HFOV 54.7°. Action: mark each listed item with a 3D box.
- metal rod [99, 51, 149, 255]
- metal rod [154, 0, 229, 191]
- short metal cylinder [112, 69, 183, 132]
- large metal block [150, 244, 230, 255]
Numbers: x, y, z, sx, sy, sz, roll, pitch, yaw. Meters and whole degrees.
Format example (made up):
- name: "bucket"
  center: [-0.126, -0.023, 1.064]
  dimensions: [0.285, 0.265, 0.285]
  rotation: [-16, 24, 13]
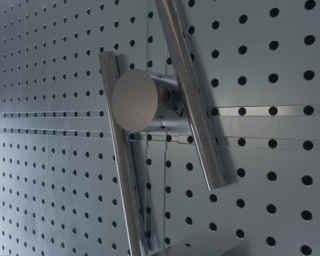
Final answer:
- name: "metal rod"
  center: [-0.055, 0.032, 0.454]
  dimensions: [0.025, 0.025, 0.298]
  rotation: [-17, 79, 38]
- name: "metal rod"
  center: [0.030, -0.073, 0.384]
  dimensions: [0.025, 0.025, 0.299]
  rotation: [-24, 75, 37]
- name: "short metal cylinder"
  center: [-0.017, -0.034, 0.407]
  dimensions: [0.080, 0.050, 0.079]
  rotation: [0, 90, 40]
- name: "large metal block"
  center: [0.039, 0.187, 0.361]
  dimensions: [0.080, 0.050, 0.080]
  rotation: [-12, 83, 39]
